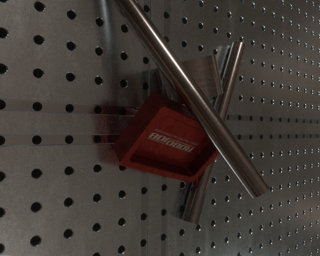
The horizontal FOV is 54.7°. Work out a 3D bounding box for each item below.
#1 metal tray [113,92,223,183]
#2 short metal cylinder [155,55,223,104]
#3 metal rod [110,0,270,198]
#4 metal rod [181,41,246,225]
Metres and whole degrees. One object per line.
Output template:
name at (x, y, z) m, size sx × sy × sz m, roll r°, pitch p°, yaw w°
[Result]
metal tray at (0.019, 0.018, 0.391) m, size 0.131 × 0.030 × 0.090 m, roll 21°, pitch 116°, yaw -39°
short metal cylinder at (0.039, -0.062, 0.407) m, size 0.081 × 0.080 × 0.050 m, roll -20°, pitch 102°, yaw -38°
metal rod at (0.026, -0.051, 0.354) m, size 0.025 × 0.025 × 0.299 m, roll -33°, pitch 86°, yaw -36°
metal rod at (0.088, -0.001, 0.485) m, size 0.025 × 0.025 × 0.299 m, roll 29°, pitch 72°, yaw -37°
